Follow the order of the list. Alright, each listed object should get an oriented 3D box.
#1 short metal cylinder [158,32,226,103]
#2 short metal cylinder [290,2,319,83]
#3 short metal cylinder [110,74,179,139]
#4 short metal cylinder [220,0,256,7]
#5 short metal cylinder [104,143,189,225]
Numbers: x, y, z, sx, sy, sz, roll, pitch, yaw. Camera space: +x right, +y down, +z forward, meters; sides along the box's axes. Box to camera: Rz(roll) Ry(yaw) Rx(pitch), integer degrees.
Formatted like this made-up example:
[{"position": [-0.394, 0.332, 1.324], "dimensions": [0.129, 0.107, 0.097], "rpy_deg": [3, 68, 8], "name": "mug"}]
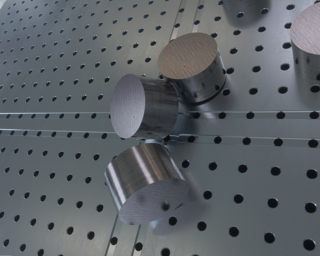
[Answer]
[{"position": [0.043, -0.081, 0.416], "dimensions": [0.080, 0.050, 0.080], "rpy_deg": [-12, 54, 18], "name": "short metal cylinder"}, {"position": [0.193, -0.098, 0.351], "dimensions": [0.080, 0.050, 0.080], "rpy_deg": [-13, 56, 21], "name": "short metal cylinder"}, {"position": [-0.022, -0.026, 0.396], "dimensions": [0.080, 0.050, 0.080], "rpy_deg": [-7, 82, 52], "name": "short metal cylinder"}, {"position": [0.122, -0.233, 0.471], "dimensions": [0.080, 0.050, 0.080], "rpy_deg": [-13, 56, 21], "name": "short metal cylinder"}, {"position": [-0.015, 0.062, 0.343], "dimensions": [0.080, 0.080, 0.050], "rpy_deg": [-35, 51, 5], "name": "short metal cylinder"}]
